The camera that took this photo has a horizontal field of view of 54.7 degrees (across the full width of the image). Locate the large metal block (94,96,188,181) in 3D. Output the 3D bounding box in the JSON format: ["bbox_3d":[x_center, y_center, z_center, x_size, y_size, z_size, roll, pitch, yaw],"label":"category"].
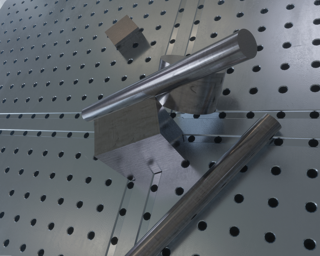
[{"bbox_3d":[-0.022,0.017,0.374,0.080,0.080,0.050,-20,54,16],"label":"large metal block"}]

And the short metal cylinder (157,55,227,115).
[{"bbox_3d":[0.036,-0.055,0.380,0.080,0.081,0.050,30,120,37],"label":"short metal cylinder"}]

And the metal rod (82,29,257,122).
[{"bbox_3d":[-0.020,-0.045,0.365,0.299,0.025,0.025,-14,52,51],"label":"metal rod"}]

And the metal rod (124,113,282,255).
[{"bbox_3d":[0.020,0.098,0.337,0.300,0.025,0.025,-45,51,-3],"label":"metal rod"}]

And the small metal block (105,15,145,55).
[{"bbox_3d":[-0.062,-0.163,0.541,0.050,0.025,0.050,-37,51,3],"label":"small metal block"}]
